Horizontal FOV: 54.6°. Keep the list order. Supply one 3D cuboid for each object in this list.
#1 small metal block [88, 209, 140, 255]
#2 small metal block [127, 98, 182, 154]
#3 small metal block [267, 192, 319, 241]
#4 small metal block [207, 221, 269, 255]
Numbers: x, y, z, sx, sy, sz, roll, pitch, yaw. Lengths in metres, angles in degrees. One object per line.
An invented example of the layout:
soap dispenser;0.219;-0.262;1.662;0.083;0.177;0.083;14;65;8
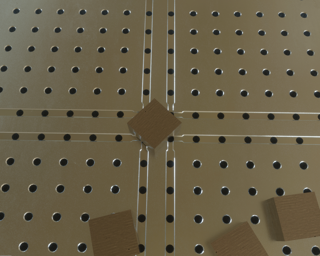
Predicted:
small metal block;-0.053;0.128;0.365;0.050;0.025;0.050;-13;71;-5
small metal block;-0.007;-0.003;0.413;0.050;0.025;0.050;43;75;14
small metal block;0.164;0.107;0.374;0.050;0.025;0.050;-7;70;-3
small metal block;0.091;0.144;0.360;0.050;0.025;0.050;-27;72;-10
